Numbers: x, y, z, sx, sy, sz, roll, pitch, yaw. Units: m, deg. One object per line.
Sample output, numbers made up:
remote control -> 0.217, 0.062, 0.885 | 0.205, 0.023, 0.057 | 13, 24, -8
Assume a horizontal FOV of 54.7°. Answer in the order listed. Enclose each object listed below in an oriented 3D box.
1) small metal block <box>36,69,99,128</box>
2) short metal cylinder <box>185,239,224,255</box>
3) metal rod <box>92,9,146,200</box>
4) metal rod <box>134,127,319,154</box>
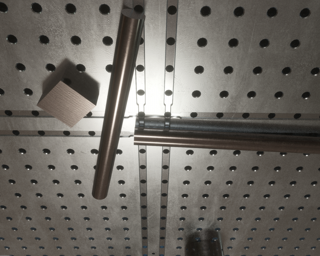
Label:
small metal block -> -0.112, -0.035, 0.380 | 0.050, 0.025, 0.050 | -37, 122, 26
short metal cylinder -> 0.091, 0.270, 0.627 | 0.081, 0.050, 0.079 | 0, 130, 0
metal rod -> -0.062, -0.005, 0.406 | 0.025, 0.025, 0.298 | 10, 130, -9
metal rod -> 0.116, 0.019, 0.429 | 0.302, 0.025, 0.025 | 3, 130, -3
